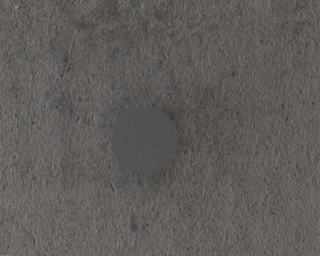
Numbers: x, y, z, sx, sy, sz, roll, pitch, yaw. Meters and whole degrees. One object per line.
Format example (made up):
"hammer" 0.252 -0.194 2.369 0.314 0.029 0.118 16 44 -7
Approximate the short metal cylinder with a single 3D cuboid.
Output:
"short metal cylinder" -0.018 0.014 0.397 0.080 0.050 0.080 0 90 0
